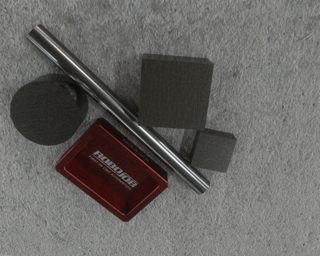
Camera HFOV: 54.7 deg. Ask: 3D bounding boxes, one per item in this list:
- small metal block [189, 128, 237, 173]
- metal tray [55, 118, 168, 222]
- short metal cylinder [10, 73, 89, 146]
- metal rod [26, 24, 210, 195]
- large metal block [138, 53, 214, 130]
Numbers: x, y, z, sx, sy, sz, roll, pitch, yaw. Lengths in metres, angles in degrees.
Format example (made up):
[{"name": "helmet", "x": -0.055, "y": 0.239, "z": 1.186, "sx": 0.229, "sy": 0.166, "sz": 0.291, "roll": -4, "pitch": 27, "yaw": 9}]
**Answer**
[{"name": "small metal block", "x": 0.071, "y": 0.029, "z": 0.423, "sx": 0.050, "sy": 0.025, "sz": 0.050, "roll": 12, "pitch": 110, "yaw": -5}, {"name": "metal tray", "x": -0.064, "y": 0.060, "z": 0.430, "sx": 0.130, "sy": 0.030, "sz": 0.090, "roll": 42, "pitch": 104, "yaw": -14}, {"name": "short metal cylinder", "x": -0.135, "y": -0.024, "z": 0.387, "sx": 0.081, "sy": 0.050, "sz": 0.079, "roll": 0, "pitch": 110, "yaw": -1}, {"name": "metal rod", "x": -0.044, "y": -0.014, "z": 0.404, "sx": 0.025, "sy": 0.025, "sz": 0.300, "roll": -43, "pitch": 105, "yaw": 14}, {"name": "large metal block", "x": 0.017, "y": -0.046, "z": 0.381, "sx": 0.081, "sy": 0.050, "sz": 0.079, "roll": 4, "pitch": 110, "yaw": -2}]
